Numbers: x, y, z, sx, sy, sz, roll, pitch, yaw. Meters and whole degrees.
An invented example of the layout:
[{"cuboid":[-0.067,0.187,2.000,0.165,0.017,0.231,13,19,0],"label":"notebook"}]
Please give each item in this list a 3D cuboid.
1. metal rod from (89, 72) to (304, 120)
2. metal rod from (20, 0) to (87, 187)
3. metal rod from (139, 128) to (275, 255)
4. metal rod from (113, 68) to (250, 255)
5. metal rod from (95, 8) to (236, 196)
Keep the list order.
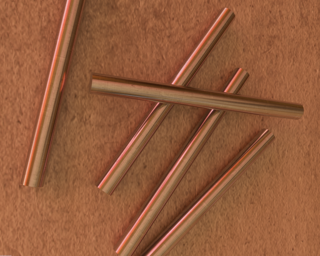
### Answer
[{"cuboid":[0.062,-0.038,0.405,0.302,0.025,0.025,5,88,-21],"label":"metal rod"},{"cuboid":[-0.116,-0.081,0.366,0.025,0.025,0.298,13,85,-20],"label":"metal rod"},{"cuboid":[0.057,0.107,0.431,0.301,0.025,0.025,-42,104,-15],"label":"metal rod"},{"cuboid":[0.036,0.040,0.423,0.025,0.025,0.300,39,77,-16],"label":"metal rod"},{"cuboid":[0.014,-0.043,0.414,0.025,0.025,0.300,39,77,-16],"label":"metal rod"}]
